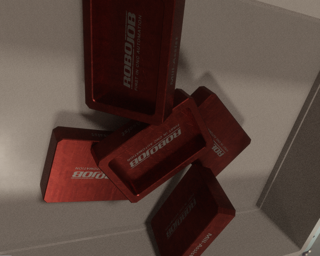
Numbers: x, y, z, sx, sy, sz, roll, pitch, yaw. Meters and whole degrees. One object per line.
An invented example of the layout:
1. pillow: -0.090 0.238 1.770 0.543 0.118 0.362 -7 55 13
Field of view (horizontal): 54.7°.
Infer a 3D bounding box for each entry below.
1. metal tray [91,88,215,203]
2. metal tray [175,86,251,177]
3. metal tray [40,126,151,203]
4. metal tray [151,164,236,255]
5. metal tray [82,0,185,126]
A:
1. metal tray: -0.005 0.024 0.379 0.130 0.030 0.090 -35 129 -5
2. metal tray: 0.069 0.012 0.453 0.090 0.030 0.130 -45 130 3
3. metal tray: -0.076 0.049 0.396 0.131 0.030 0.089 6 115 -32
4. metal tray: 0.041 0.128 0.439 0.030 0.090 0.129 19 116 -30
5. metal tray: -0.029 -0.074 0.307 0.030 0.090 0.129 -50 150 -57
